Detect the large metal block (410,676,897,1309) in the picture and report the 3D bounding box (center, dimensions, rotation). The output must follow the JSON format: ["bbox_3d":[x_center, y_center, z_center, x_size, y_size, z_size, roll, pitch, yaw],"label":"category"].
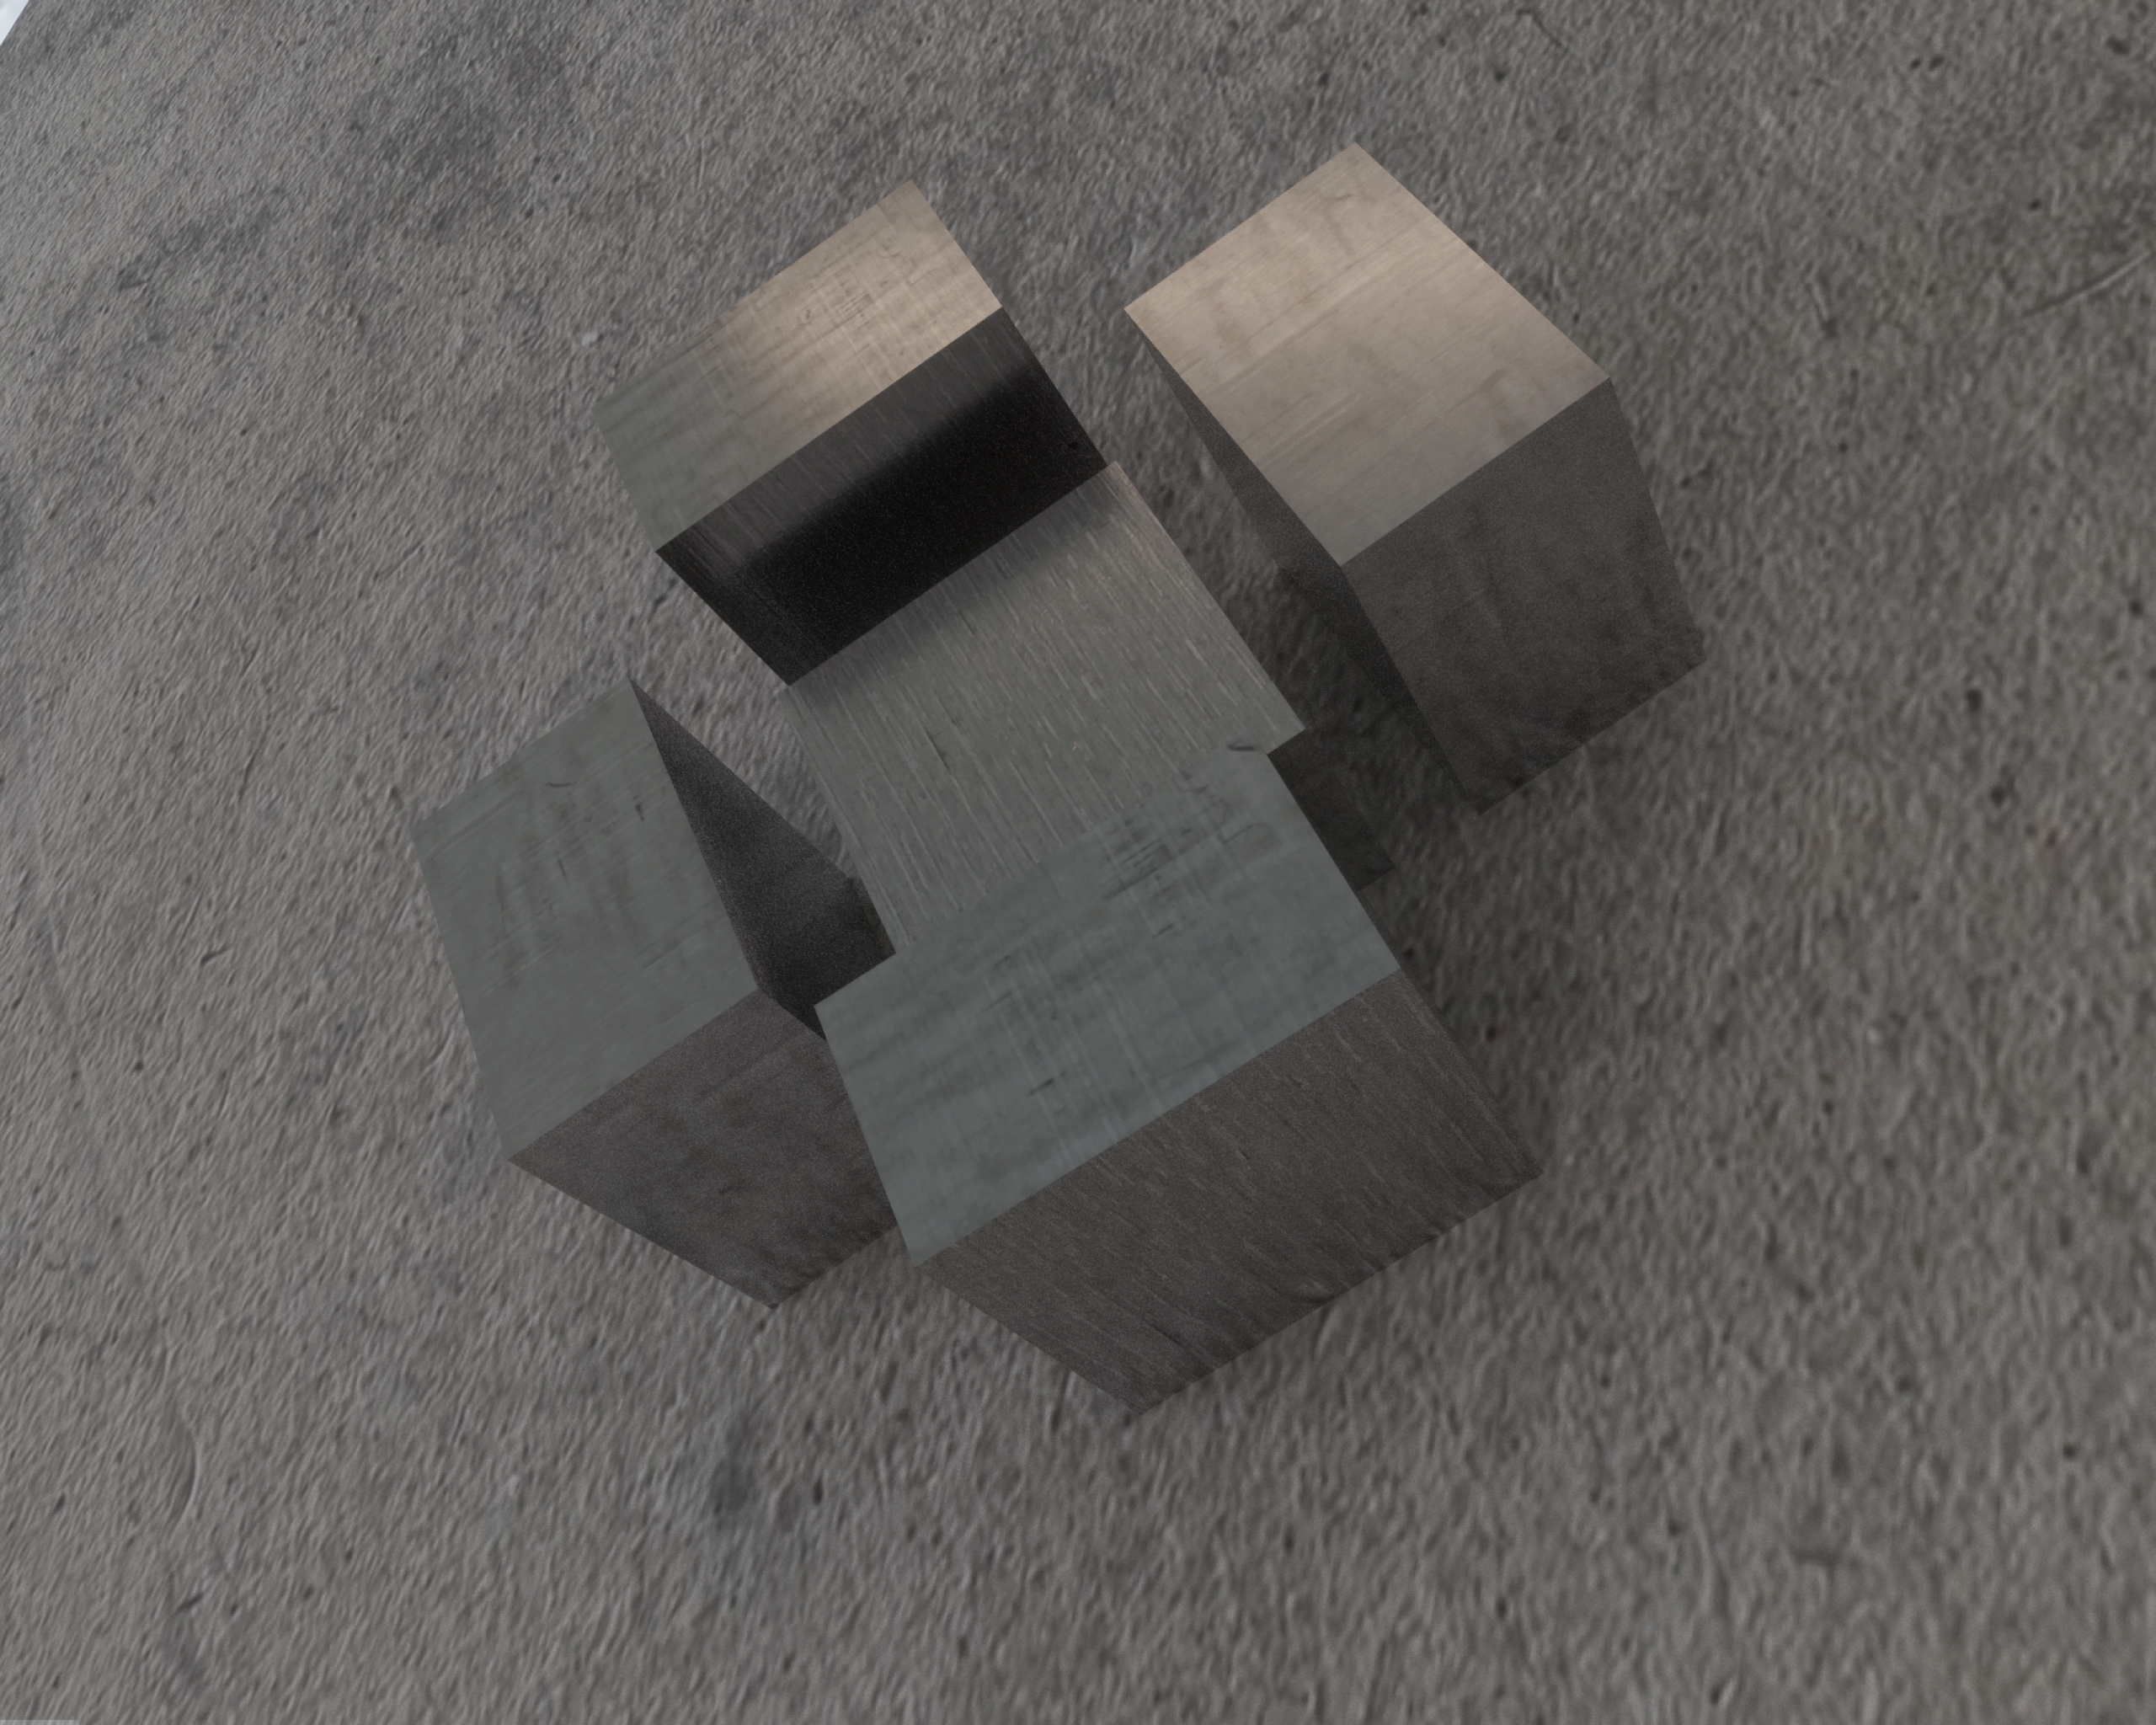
[{"bbox_3d":[-0.070,0.026,0.390,0.050,0.080,0.080,-35,51,6],"label":"large metal block"}]

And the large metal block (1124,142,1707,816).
[{"bbox_3d":[0.062,-0.068,0.378,0.050,0.080,0.080,-35,51,5],"label":"large metal block"}]

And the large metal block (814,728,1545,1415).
[{"bbox_3d":[0.018,0.037,0.336,0.080,0.080,0.050,-33,52,7],"label":"large metal block"}]

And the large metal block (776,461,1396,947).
[{"bbox_3d":[0.000,-0.016,0.397,0.080,0.050,0.080,-34,51,6],"label":"large metal block"}]

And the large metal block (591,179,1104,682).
[{"bbox_3d":[-0.040,-0.080,0.438,0.080,0.080,0.050,-34,51,6],"label":"large metal block"}]
